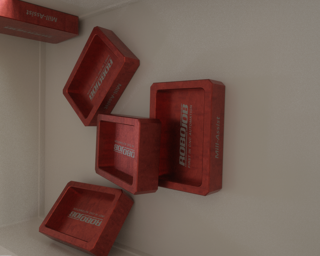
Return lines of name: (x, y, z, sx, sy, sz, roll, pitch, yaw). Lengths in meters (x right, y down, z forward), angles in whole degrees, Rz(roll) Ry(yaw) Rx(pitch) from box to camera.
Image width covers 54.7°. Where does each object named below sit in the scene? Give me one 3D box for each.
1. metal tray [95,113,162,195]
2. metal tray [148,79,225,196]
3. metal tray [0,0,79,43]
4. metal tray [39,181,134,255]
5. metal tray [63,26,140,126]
metal tray: (-0.048, 0.028, 0.415, 0.130, 0.030, 0.089, 9, 97, 57)
metal tray: (0.030, 0.009, 0.377, 0.090, 0.030, 0.129, 3, 92, 39)
metal tray: (-0.211, -0.171, 0.504, 0.090, 0.131, 0.030, 1, 91, 45)
metal tray: (-0.111, 0.130, 0.459, 0.130, 0.030, 0.090, -1, 50, 39)
metal tray: (-0.095, -0.077, 0.479, 0.090, 0.030, 0.129, 50, 119, 28)
